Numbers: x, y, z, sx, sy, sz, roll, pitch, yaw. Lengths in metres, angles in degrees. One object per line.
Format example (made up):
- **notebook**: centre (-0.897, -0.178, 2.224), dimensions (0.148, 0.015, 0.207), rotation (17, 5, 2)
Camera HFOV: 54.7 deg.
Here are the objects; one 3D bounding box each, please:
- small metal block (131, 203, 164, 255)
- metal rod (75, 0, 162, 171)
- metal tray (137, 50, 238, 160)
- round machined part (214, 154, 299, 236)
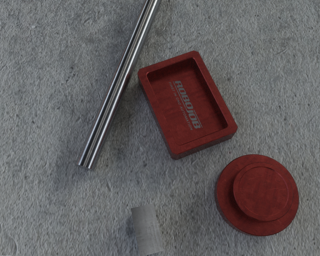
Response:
- **small metal block**: centre (-0.014, 0.116, 0.352), dimensions (0.025, 0.050, 0.050), rotation (-12, 71, -4)
- **metal rod**: centre (-0.049, -0.084, 0.438), dimensions (0.025, 0.025, 0.299), rotation (17, 71, 6)
- **metal tray**: centre (0.034, -0.033, 0.417), dimensions (0.091, 0.030, 0.130), rotation (-21, 71, -8)
- **round machined part**: centre (0.118, 0.078, 0.371), dimensions (0.099, 0.042, 0.098), rotation (0, 70, 0)
